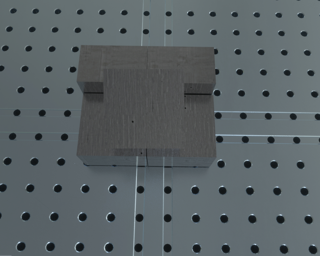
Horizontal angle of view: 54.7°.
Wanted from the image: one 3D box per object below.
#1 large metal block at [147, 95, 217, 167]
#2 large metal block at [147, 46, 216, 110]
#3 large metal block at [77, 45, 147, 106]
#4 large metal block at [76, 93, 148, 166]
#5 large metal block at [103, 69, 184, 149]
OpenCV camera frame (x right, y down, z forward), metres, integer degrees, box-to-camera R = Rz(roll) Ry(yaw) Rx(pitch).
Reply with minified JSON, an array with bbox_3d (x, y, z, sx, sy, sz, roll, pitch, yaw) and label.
[{"bbox_3d":[0.026,0.004,0.394,0.081,0.050,0.080,1,70,0],"label":"large metal block"},{"bbox_3d":[0.025,-0.062,0.404,0.081,0.080,0.050,1,70,0],"label":"large metal block"},{"bbox_3d":[-0.056,-0.063,0.404,0.081,0.080,0.050,1,70,0],"label":"large metal block"},{"bbox_3d":[-0.056,0.003,0.395,0.081,0.050,0.080,1,70,0],"label":"large metal block"},{"bbox_3d":[-0.016,-0.021,0.335,0.081,0.050,0.079,0,94,-1],"label":"large metal block"}]
